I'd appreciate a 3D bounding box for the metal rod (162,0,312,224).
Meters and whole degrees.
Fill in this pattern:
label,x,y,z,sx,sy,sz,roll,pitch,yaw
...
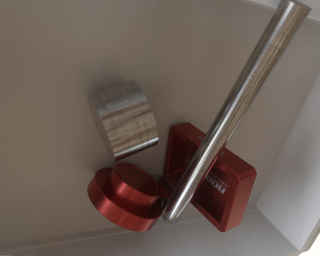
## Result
label,x,y,z,sx,sy,sz,roll,pitch,yaw
metal rod,0.063,0.009,0.338,0.025,0.025,0.298,1,131,-29

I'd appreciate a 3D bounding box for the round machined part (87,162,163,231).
label,x,y,z,sx,sy,sz,roll,pitch,yaw
round machined part,-0.037,0.080,0.392,0.099,0.098,0.042,23,106,-37

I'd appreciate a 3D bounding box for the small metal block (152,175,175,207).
label,x,y,z,sx,sy,sz,roll,pitch,yaw
small metal block,0.006,0.094,0.452,0.050,0.050,0.025,6,116,-40

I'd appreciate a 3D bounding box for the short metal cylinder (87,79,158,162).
label,x,y,z,sx,sy,sz,roll,pitch,yaw
short metal cylinder,-0.042,-0.008,0.346,0.050,0.080,0.080,-22,127,-16

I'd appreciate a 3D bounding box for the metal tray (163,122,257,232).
label,x,y,z,sx,sy,sz,roll,pitch,yaw
metal tray,0.058,0.060,0.409,0.030,0.130,0.089,-13,125,-33
